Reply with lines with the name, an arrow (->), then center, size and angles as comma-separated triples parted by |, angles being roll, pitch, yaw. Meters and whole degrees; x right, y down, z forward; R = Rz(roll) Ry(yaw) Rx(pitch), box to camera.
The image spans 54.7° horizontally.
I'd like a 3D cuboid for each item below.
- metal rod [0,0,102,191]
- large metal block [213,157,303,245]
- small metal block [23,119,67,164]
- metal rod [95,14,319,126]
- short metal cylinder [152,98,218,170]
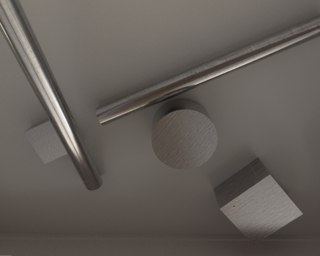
metal rod -> -0.115, -0.026, 0.336 | 0.025, 0.025, 0.298 | -9, 135, 3
large metal block -> 0.136, 0.103, 0.438 | 0.080, 0.050, 0.080 | -39, 106, 13
small metal block -> -0.142, 0.013, 0.414 | 0.050, 0.025, 0.050 | -24, 109, 8
metal rod -> 0.060, -0.070, 0.386 | 0.301, 0.025, 0.025 | -22, 109, 7
short metal cylinder -> 0.030, 0.007, 0.401 | 0.081, 0.050, 0.079 | 0, 110, -1
